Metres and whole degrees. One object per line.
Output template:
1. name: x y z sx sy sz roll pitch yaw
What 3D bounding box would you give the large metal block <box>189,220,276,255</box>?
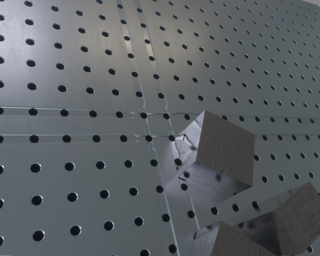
1. large metal block: 0.074 0.161 0.333 0.080 0.050 0.080 34 51 -6

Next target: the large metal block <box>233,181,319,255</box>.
1. large metal block: 0.149 0.116 0.381 0.081 0.080 0.050 -21 73 -36

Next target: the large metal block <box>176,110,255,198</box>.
1. large metal block: 0.075 0.035 0.411 0.080 0.050 0.080 25 53 -13
